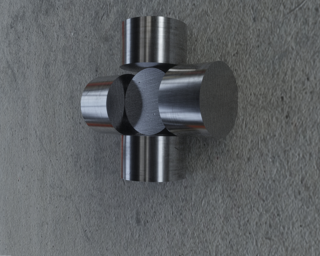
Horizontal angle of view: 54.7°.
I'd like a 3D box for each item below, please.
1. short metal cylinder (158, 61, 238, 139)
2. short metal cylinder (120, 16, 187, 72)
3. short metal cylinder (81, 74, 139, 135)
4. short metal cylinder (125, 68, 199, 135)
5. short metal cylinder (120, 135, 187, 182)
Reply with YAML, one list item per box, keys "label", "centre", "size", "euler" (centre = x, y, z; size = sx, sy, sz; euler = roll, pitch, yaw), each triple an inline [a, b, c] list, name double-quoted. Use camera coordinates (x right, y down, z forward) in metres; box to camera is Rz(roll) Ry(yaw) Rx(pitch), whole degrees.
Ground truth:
- label: "short metal cylinder"
  centre: [0.043, -0.030, 0.334]
  size: [0.050, 0.081, 0.079]
  euler: [3, 92, 40]
- label: "short metal cylinder"
  centre: [-0.008, -0.097, 0.374]
  size: [0.080, 0.081, 0.050]
  euler: [2, 92, 39]
- label: "short metal cylinder"
  centre: [-0.058, -0.031, 0.416]
  size: [0.050, 0.081, 0.079]
  euler: [3, 92, 40]
- label: "short metal cylinder"
  centre: [0.002, -0.032, 0.387]
  size: [0.080, 0.050, 0.079]
  euler: [0, 90, 39]
- label: "short metal cylinder"
  centre: [-0.008, 0.034, 0.375]
  size: [0.080, 0.081, 0.050]
  euler: [1, 90, 39]
